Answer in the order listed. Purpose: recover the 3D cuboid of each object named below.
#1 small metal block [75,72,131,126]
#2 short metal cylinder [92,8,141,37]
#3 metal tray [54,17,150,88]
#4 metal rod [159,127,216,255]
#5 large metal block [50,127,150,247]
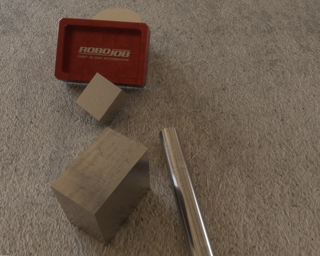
[{"bbox_3d":[-0.077,-0.039,0.420,0.050,0.025,0.050,36,91,26],"label":"small metal block"},{"bbox_3d":[-0.070,-0.156,0.517,0.081,0.050,0.080,0,50,0],"label":"short metal cylinder"},{"bbox_3d":[-0.084,-0.110,0.458,0.131,0.030,0.089,5,90,3],"label":"metal tray"},{"bbox_3d":[0.040,0.120,0.302,0.025,0.025,0.300,-8,51,-7],"label":"metal rod"},{"bbox_3d":[-0.054,0.060,0.316,0.050,0.080,0.080,26,55,20],"label":"large metal block"}]
